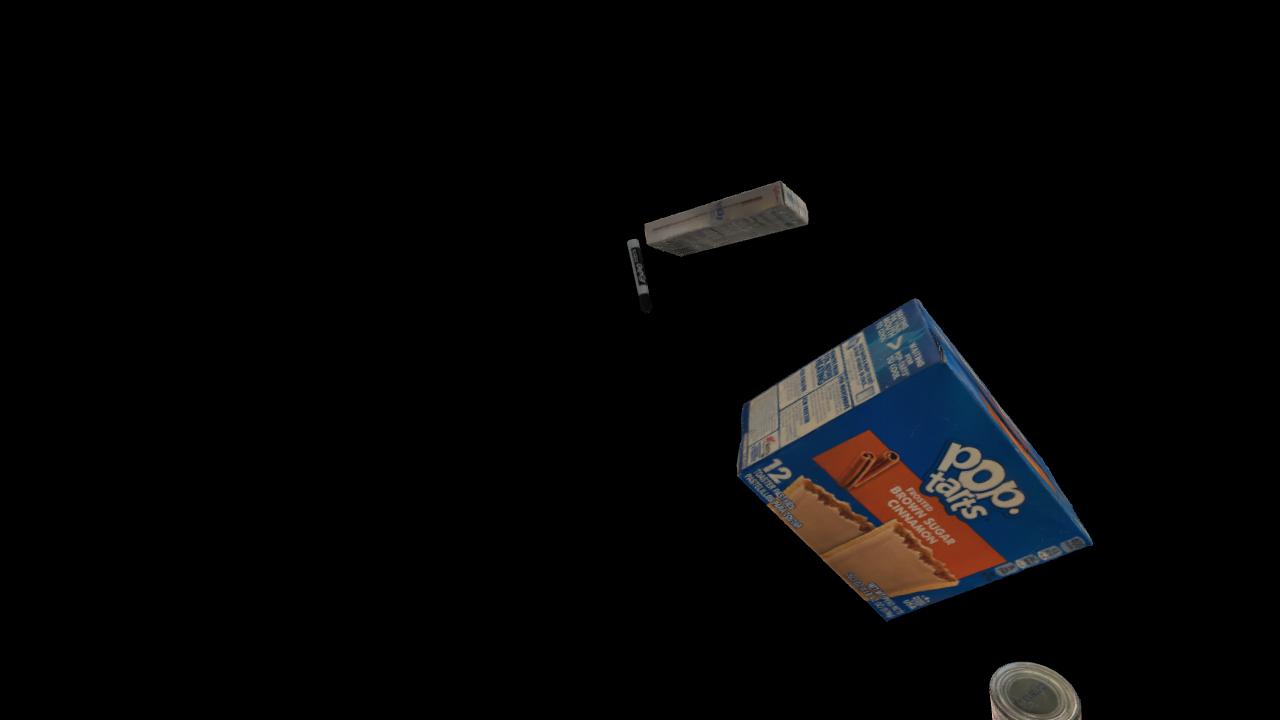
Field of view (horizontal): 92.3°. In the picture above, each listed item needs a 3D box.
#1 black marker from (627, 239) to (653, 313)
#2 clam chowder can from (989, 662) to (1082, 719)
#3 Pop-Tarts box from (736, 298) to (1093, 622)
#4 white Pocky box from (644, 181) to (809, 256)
[{"bbox_3d":[0.000,-0.128,0.943,0.020,0.121,0.020,-10,-17,-3],"label":"black marker"},{"bbox_3d":[0.347,0.326,0.537,0.068,0.102,0.068,-14,20,5],"label":"clam chowder can"},{"bbox_3d":[0.171,0.072,0.404,0.141,0.167,0.083,-36,19,27],"label":"Pop-Tarts box"},{"bbox_3d":[0.090,-0.144,0.648,0.154,0.028,0.084,-10,-7,30],"label":"white Pocky box"}]
